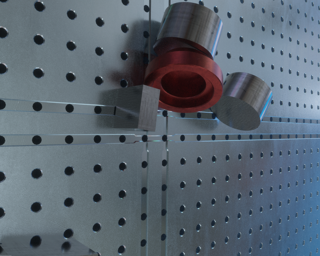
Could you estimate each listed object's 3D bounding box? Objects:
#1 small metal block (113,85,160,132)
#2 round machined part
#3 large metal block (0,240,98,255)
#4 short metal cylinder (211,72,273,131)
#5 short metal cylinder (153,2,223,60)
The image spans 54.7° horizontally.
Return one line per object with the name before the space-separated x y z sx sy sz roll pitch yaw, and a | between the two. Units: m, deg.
small metal block | -0.028 -0.022 0.371 0.025 0.050 0.050 11 83 -40
round machined part | 0.030 -0.063 0.393 0.098 0.098 0.042 32 51 -36
large metal block | -0.114 0.158 0.299 0.081 0.050 0.080 14 81 -40
short metal cylinder | 0.126 -0.040 0.482 0.080 0.080 0.050 48 61 -30
short metal cylinder | 0.037 -0.118 0.406 0.080 0.080 0.050 27 73 -37
